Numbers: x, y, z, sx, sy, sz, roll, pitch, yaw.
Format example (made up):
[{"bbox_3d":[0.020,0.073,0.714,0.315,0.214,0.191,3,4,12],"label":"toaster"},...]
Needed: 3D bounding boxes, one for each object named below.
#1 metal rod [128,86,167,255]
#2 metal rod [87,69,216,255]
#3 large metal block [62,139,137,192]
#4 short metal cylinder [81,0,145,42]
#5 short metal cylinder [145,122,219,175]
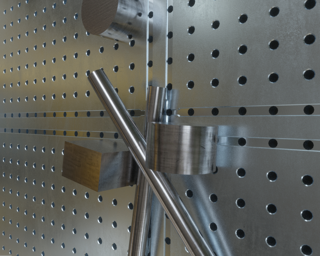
[{"bbox_3d":[-0.022,0.092,0.427,0.025,0.025,0.298,12,98,39],"label":"metal rod"},{"bbox_3d":[-0.011,0.051,0.390,0.025,0.025,0.299,-41,74,32],"label":"metal rod"},{"bbox_3d":[-0.079,0.049,0.439,0.080,0.081,0.050,12,98,39],"label":"large metal block"},{"bbox_3d":[-0.069,-0.170,0.450,0.080,0.050,0.079,0,90,40],"label":"short metal cylinder"},{"bbox_3d":[0.025,0.020,0.353,0.080,0.081,0.050,6,94,40],"label":"short metal cylinder"}]
